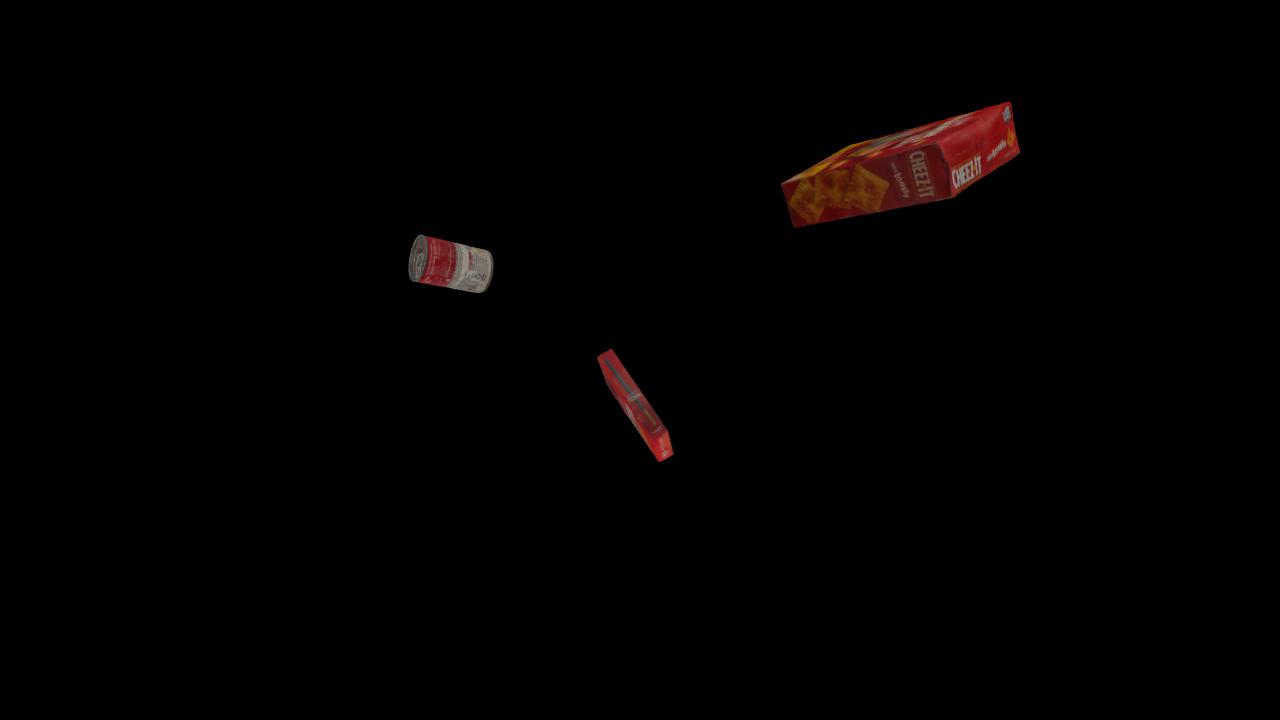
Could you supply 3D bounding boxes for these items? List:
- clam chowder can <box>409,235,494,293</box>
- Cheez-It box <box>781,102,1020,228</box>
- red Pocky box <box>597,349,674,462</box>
[{"bbox_3d":[-0.273,-0.137,0.892,0.102,0.068,0.068,7,-5,-39],"label":"clam chowder can"},{"bbox_3d":[0.314,-0.237,0.761,0.166,0.071,0.223,-33,20,-29],"label":"Cheez-It box"},{"bbox_3d":[-0.007,0.063,0.855,0.028,0.155,0.083,-30,-31,-10],"label":"red Pocky box"}]
